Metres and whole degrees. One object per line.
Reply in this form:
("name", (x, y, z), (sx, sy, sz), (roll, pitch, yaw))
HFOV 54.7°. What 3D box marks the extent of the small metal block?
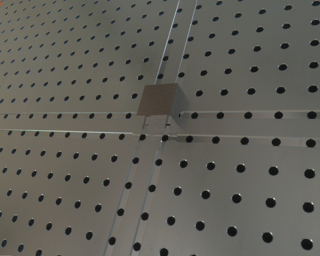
("small metal block", (0.001, -0.033, 0.427), (0.050, 0.025, 0.050), (0, 61, 27))
